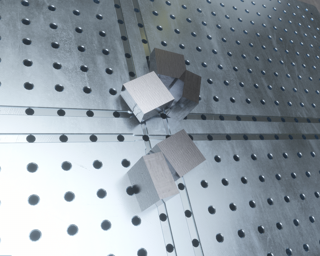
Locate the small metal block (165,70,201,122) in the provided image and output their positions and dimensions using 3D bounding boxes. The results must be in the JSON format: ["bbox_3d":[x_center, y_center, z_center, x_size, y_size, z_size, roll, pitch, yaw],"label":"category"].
[{"bbox_3d":[0.033,-0.045,0.439,0.025,0.050,0.050,22,53,-16],"label":"small metal block"}]

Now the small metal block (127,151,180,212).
[{"bbox_3d":[-0.009,0.061,0.351,0.025,0.050,0.050,-11,68,-33],"label":"small metal block"}]

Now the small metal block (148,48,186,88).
[{"bbox_3d":[0.012,-0.090,0.471,0.050,0.025,0.050,8,58,-25],"label":"small metal block"}]

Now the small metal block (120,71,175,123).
[{"bbox_3d":[-0.017,-0.043,0.419,0.050,0.025,0.050,-29,74,-26],"label":"small metal block"}]

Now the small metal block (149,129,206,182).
[{"bbox_3d":[0.023,0.036,0.400,0.050,0.025,0.050,-28,77,-38],"label":"small metal block"}]
